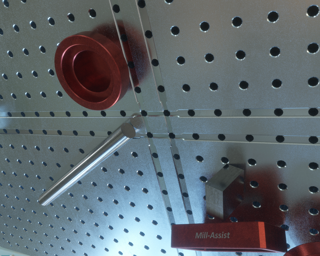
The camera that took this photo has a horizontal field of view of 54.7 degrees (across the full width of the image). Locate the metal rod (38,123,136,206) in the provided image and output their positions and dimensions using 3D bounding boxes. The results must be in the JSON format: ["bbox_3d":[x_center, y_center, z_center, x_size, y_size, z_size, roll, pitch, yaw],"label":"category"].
[{"bbox_3d":[-0.138,0.074,0.529,0.025,0.025,0.299,48,129,-6],"label":"metal rod"}]

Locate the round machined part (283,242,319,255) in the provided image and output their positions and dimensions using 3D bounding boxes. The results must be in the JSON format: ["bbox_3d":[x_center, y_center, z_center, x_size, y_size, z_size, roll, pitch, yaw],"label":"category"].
[{"bbox_3d":[0.195,0.180,0.391,0.099,0.042,0.097,-2,131,-3],"label":"round machined part"}]

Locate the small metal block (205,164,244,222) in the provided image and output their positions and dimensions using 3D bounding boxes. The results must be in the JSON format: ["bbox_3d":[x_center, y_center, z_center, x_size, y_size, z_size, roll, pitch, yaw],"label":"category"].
[{"bbox_3d":[0.084,0.083,0.399,0.025,0.050,0.050,18,128,39],"label":"small metal block"}]

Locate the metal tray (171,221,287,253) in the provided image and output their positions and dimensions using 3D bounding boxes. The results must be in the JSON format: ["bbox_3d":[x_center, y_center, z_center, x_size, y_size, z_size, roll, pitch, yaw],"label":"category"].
[{"bbox_3d":[0.092,0.149,0.419,0.130,0.030,0.090,-14,151,34],"label":"metal tray"}]

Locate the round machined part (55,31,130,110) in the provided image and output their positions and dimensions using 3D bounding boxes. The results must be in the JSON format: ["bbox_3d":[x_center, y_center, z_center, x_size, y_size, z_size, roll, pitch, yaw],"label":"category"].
[{"bbox_3d":[-0.082,-0.075,0.397,0.098,0.042,0.097,13,124,21],"label":"round machined part"}]
